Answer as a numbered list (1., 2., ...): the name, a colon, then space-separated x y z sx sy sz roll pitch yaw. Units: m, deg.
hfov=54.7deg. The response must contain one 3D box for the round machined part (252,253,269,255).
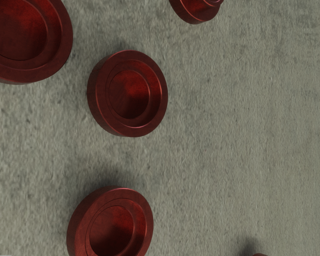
1. round machined part: 0.163 0.266 0.534 0.099 0.042 0.097 0 90 -40

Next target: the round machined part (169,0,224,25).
1. round machined part: 0.058 -0.203 0.444 0.099 0.042 0.097 0 90 -40

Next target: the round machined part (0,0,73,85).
1. round machined part: -0.135 -0.088 0.282 0.099 0.042 0.097 0 90 -40

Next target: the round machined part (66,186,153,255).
1. round machined part: -0.058 0.113 0.347 0.099 0.042 0.097 0 90 -40

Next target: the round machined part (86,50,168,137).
1. round machined part: -0.041 -0.038 0.361 0.099 0.042 0.097 0 90 -40
